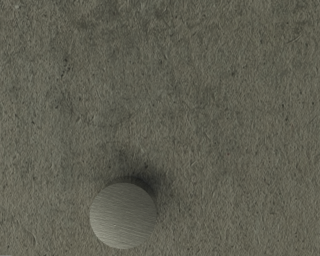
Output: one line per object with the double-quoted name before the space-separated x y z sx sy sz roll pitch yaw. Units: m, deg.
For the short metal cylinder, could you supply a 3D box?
"short metal cylinder" -0.044 0.106 0.397 0.080 0.050 0.080 0 90 0
